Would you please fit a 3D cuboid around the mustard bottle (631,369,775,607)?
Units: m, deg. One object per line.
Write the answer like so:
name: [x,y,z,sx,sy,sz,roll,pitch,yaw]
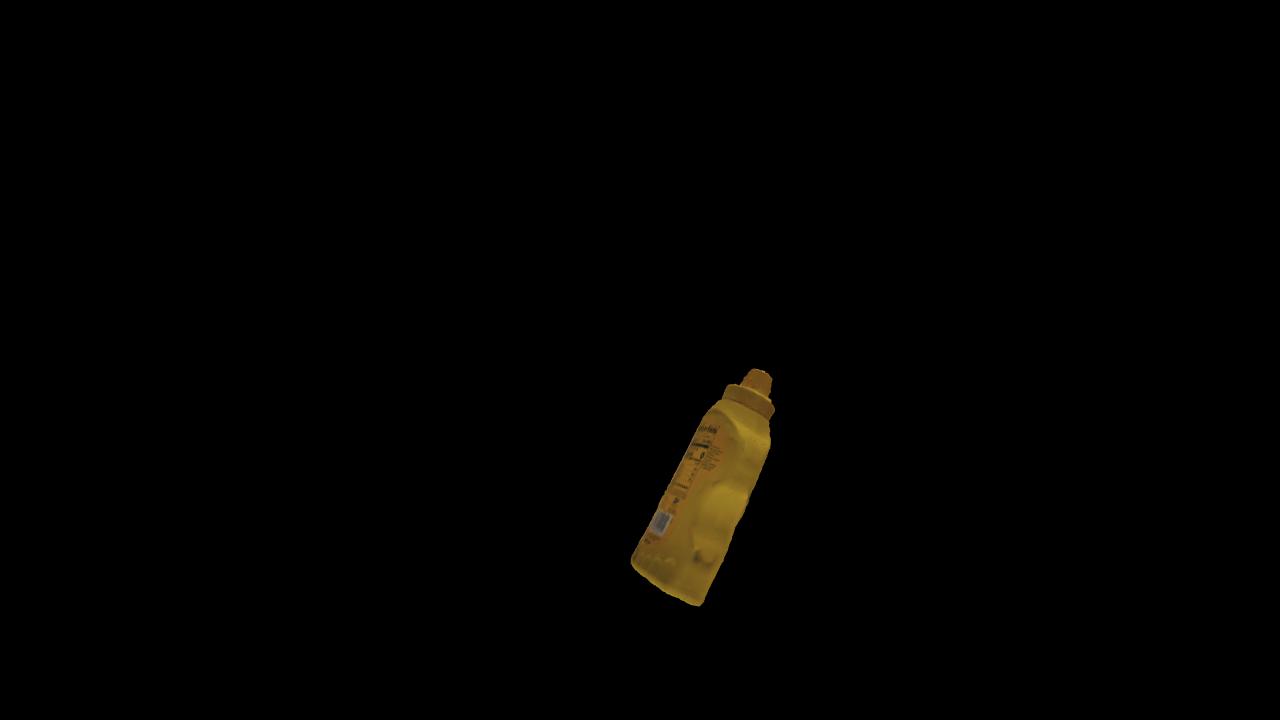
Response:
mustard bottle: [0.058,0.089,0.479,0.054,0.184,0.092,29,-12,-8]
